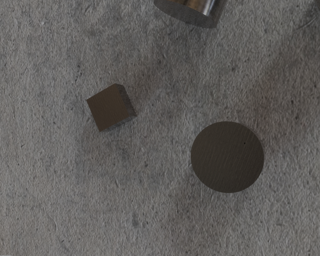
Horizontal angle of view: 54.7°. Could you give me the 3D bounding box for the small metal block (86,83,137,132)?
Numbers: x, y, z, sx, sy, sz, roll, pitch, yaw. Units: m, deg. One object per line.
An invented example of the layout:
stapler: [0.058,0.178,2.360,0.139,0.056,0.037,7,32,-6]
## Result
small metal block: [-0.067,-0.027,0.433,0.050,0.025,0.050,-27,81,18]

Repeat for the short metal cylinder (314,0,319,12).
short metal cylinder: [0.198,-0.145,0.310,0.080,0.080,0.050,-26,82,18]

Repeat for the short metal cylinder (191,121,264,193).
short metal cylinder: [0.082,0.032,0.367,0.080,0.050,0.079,0,90,20]

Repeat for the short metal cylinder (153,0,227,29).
short metal cylinder: [0.039,-0.158,0.366,0.080,0.080,0.050,24,98,18]
